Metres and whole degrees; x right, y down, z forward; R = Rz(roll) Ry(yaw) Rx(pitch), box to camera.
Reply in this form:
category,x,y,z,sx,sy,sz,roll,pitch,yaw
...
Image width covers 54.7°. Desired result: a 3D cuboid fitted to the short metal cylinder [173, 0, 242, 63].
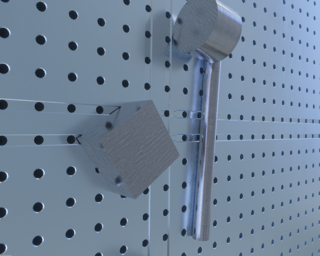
category,x,y,z,sx,sy,sz,roll,pitch,yaw
short metal cylinder,0.064,-0.136,0.426,0.050,0.080,0.080,11,83,-40

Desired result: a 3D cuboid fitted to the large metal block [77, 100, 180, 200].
category,x,y,z,sx,sy,sz,roll,pitch,yaw
large metal block,-0.034,0.023,0.364,0.080,0.050,0.080,-41,115,-32

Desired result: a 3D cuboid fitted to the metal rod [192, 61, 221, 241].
category,x,y,z,sx,sy,sz,roll,pitch,yaw
metal rod,0.072,0.016,0.469,0.025,0.025,0.298,8,85,-40
